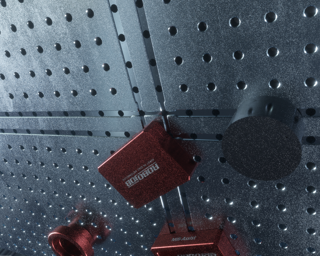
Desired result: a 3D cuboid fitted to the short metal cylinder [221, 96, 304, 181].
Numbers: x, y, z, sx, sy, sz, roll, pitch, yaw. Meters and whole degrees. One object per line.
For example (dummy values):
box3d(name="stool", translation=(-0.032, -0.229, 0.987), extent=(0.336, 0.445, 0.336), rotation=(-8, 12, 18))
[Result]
box3d(name="short metal cylinder", translation=(0.114, 0.011, 0.341), extent=(0.080, 0.050, 0.079), rotation=(13, 124, 20))

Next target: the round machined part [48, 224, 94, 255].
box3d(name="round machined part", translation=(-0.176, 0.237, 0.637), extent=(0.098, 0.042, 0.097), rotation=(13, 124, 20))

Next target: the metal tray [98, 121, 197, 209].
box3d(name="metal tray", translation=(-0.022, 0.058, 0.454), extent=(0.090, 0.030, 0.129), rotation=(47, 129, -6))

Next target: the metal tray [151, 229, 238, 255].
box3d(name="metal tray", translation=(0.060, 0.214, 0.507), extent=(0.130, 0.030, 0.090), rotation=(-20, 108, 35))
